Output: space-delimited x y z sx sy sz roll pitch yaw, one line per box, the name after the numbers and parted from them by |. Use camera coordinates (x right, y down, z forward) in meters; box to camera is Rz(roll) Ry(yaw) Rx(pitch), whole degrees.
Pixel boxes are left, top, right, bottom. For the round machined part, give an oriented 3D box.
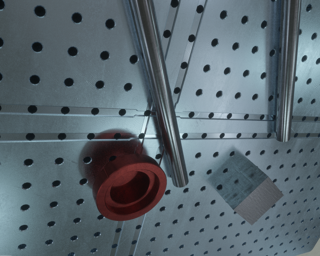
-0.044 0.075 0.423 0.099 0.042 0.097 -14 124 -21 | round machined part

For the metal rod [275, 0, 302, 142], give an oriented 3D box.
0.185 -0.101 0.449 0.025 0.025 0.298 -24 127 -14 | metal rod

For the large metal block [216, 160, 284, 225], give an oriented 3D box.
0.163 0.117 0.556 0.080 0.050 0.080 -45 129 3 | large metal block

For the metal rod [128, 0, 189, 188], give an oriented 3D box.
0.004 -0.034 0.391 0.025 0.025 0.298 -24 127 -14 | metal rod
